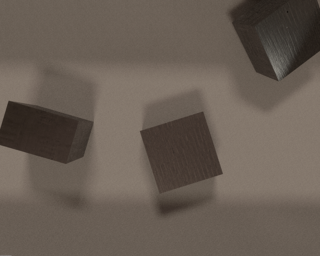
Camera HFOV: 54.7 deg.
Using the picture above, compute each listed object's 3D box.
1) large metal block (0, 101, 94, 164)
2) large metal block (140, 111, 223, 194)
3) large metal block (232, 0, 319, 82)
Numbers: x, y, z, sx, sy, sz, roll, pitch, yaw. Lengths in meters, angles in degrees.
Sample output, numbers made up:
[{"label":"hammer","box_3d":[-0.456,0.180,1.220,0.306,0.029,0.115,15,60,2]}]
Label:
[{"label":"large metal block","box_3d":[-0.136,0.005,0.382,0.080,0.080,0.050,16,90,-1]},{"label":"large metal block","box_3d":[0.026,0.030,0.399,0.080,0.050,0.080,-17,90,-1]},{"label":"large metal block","box_3d":[0.151,-0.119,0.385,0.080,0.050,0.080,-37,119,0]}]
